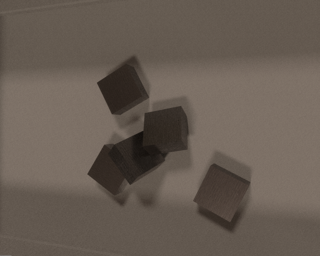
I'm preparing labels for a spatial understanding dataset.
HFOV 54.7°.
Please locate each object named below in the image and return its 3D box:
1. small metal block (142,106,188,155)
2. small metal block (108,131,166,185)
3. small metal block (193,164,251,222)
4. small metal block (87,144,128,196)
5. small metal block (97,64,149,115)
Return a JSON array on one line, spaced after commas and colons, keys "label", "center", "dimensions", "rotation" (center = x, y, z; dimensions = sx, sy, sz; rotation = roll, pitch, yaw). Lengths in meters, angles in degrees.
[{"label": "small metal block", "center": [0.007, 0.004, 0.395], "dimensions": [0.050, 0.025, 0.050], "rotation": [-10, 56, 18]}, {"label": "small metal block", "center": [-0.030, 0.038, 0.404], "dimensions": [0.050, 0.050, 0.025], "rotation": [52, 138, 12]}, {"label": "small metal block", "center": [0.077, 0.079, 0.383], "dimensions": [0.050, 0.025, 0.050], "rotation": [27, 99, 17]}, {"label": "small metal block", "center": [-0.065, 0.057, 0.432], "dimensions": [0.050, 0.025, 0.050], "rotation": [34, 101, 16]}, {"label": "small metal block", "center": [-0.051, -0.052, 0.427], "dimensions": [0.050, 0.025, 0.050], "rotation": [-29, 81, 17]}]
